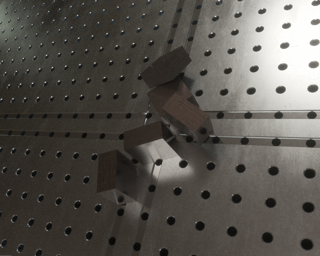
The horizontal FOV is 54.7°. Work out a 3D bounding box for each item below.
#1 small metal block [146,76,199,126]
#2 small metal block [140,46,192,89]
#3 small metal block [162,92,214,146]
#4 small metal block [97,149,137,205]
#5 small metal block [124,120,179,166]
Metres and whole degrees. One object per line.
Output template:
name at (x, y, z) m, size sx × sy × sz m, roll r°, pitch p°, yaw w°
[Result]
small metal block at (0.017, -0.039, 0.422) m, size 0.050 × 0.025 × 0.050 m, roll -34°, pitch 51°, yaw 5°
small metal block at (0.008, -0.084, 0.432) m, size 0.050 × 0.025 × 0.050 m, roll -13°, pitch 28°, yaw 49°
small metal block at (0.034, -0.010, 0.373) m, size 0.050 × 0.050 × 0.025 m, roll 38°, pitch 83°, yaw 25°
small metal block at (-0.051, 0.061, 0.380) m, size 0.025 × 0.050 × 0.050 m, roll -16°, pitch 55°, yaw 19°
small metal block at (-0.010, 0.020, 0.384) m, size 0.050 × 0.050 × 0.025 m, roll -17°, pitch 55°, yaw 18°
